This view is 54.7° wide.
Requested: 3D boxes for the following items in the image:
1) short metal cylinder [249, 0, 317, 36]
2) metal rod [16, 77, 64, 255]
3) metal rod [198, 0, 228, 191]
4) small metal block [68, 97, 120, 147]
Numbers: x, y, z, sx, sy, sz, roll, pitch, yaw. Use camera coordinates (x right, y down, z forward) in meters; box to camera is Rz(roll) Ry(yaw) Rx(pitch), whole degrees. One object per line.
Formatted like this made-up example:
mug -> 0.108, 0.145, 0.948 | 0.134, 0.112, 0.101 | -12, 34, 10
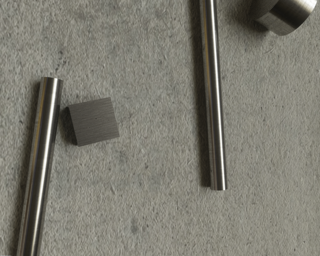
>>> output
short metal cylinder -> 0.175, -0.181, 0.445 | 0.050, 0.080, 0.080 | 24, 82, -19
metal rod -> -0.144, 0.091, 0.356 | 0.025, 0.025, 0.298 | 8, 87, -20
metal rod -> 0.074, -0.063, 0.436 | 0.025, 0.025, 0.298 | -4, 92, -20
small metal block -> -0.082, -0.008, 0.379 | 0.050, 0.025, 0.050 | -14, 95, -20
